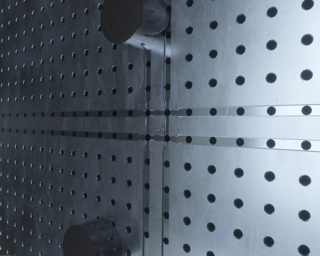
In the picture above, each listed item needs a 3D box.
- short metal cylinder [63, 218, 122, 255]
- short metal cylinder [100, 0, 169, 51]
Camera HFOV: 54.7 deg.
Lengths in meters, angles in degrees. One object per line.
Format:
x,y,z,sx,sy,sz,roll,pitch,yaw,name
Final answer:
-0.105,0.185,0.477,0.080,0.050,0.079,0,90,39,short metal cylinder
-0.035,-0.149,0.420,0.080,0.050,0.079,0,90,39,short metal cylinder
